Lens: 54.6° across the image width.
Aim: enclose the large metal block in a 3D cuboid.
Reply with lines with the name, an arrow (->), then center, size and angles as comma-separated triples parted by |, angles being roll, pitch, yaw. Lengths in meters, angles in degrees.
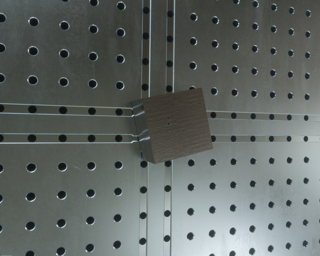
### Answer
large metal block -> 0.015, -0.004, 0.404 | 0.081, 0.050, 0.080 | -13, 95, -20
